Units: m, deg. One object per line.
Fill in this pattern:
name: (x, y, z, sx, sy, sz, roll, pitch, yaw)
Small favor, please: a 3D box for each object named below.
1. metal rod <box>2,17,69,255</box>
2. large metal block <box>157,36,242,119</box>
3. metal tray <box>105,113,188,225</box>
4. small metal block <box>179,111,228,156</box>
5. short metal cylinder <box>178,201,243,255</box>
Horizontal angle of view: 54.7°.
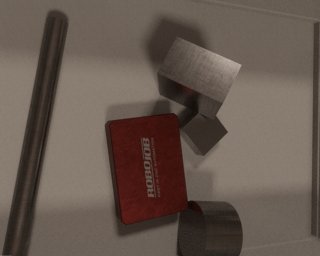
metal rod: (-0.145, 0.021, 0.357, 0.025, 0.025, 0.298, 10, 86, -20)
large metal block: (0.046, -0.058, 0.385, 0.080, 0.080, 0.050, 26, 81, 7)
metal tray: (-0.017, 0.050, 0.403, 0.091, 0.030, 0.129, -8, 93, -20)
small metal block: (0.058, 0.003, 0.433, 0.050, 0.025, 0.050, -42, 104, -15)
short metal cylinder: (0.064, 0.137, 0.406, 0.050, 0.080, 0.080, 7, 88, -20)
